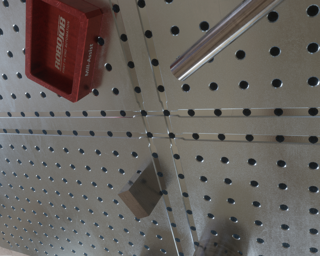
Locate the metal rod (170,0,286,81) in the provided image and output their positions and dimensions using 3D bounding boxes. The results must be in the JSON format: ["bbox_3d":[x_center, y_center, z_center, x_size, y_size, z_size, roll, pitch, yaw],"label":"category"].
[{"bbox_3d":[0.117,-0.133,0.267,0.025,0.025,0.299,49,129,-7],"label":"metal rod"}]

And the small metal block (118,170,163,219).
[{"bbox_3d":[-0.029,0.101,0.473,0.025,0.050,0.050,-28,103,37],"label":"small metal block"}]

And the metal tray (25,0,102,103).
[{"bbox_3d":[-0.132,-0.108,0.410,0.090,0.030,0.129,28,128,10],"label":"metal tray"}]

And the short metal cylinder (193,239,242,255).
[{"bbox_3d":[0.087,0.223,0.487,0.080,0.050,0.079,13,124,21],"label":"short metal cylinder"}]
